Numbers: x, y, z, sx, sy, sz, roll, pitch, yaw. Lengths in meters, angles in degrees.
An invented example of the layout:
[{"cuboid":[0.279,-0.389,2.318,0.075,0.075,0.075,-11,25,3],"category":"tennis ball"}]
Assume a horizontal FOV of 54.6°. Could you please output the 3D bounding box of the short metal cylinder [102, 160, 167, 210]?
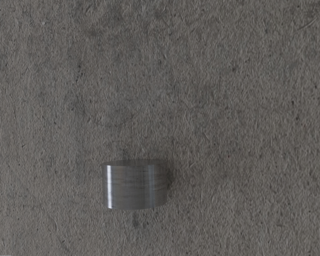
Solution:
[{"cuboid":[-0.032,0.068,0.391,0.080,0.080,0.050,-2,90,20],"category":"short metal cylinder"}]
